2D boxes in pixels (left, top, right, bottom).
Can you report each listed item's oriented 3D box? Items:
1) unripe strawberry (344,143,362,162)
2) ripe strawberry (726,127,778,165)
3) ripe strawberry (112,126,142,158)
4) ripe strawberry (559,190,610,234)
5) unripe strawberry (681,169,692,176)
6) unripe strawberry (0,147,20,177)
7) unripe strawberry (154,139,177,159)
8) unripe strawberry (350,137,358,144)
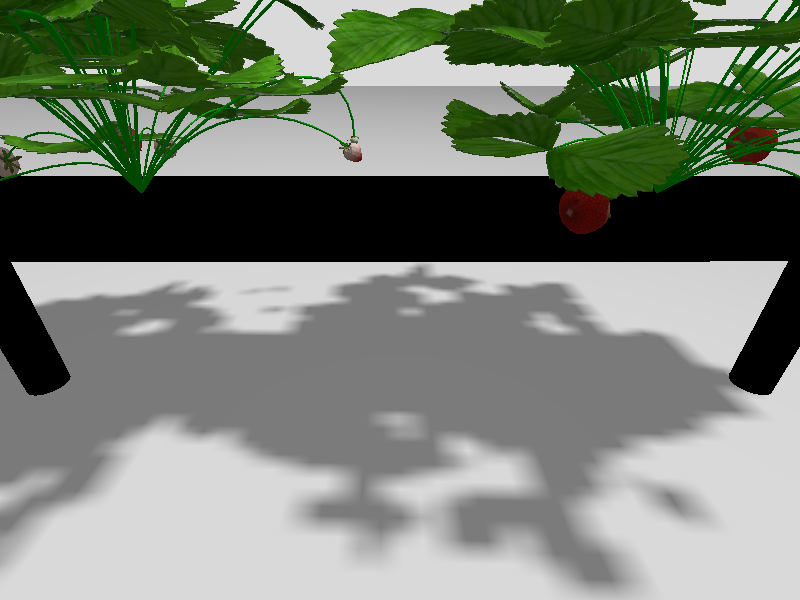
[{"bbox_3d":[-0.053,-0.169,0.461,0.023,0.020,0.023,32,0,43],"label":"unripe strawberry"},{"bbox_3d":[0.402,-0.180,0.457,0.049,0.047,0.045,-20,35,-32],"label":"ripe strawberry"},{"bbox_3d":[-0.332,-0.193,0.485,0.032,0.037,0.035,-18,34,-28],"label":"ripe strawberry"},{"bbox_3d":[0.114,-0.059,0.252,0.033,0.035,0.031,-25,38,-36],"label":"ripe strawberry"},{"bbox_3d":[0.289,-0.128,0.405,0.011,0.010,0.010,26,-20,38],"label":"unripe strawberry"},{"bbox_3d":[-0.399,-0.136,0.398,0.030,0.029,0.028,4,29,21],"label":"unripe strawberry"},{"bbox_3d":[-0.283,-0.184,0.485,0.024,0.026,0.027,-10,17,-17],"label":"unripe strawberry"},{"bbox_3d":[-0.058,-0.203,0.514,0.010,0.011,0.011,23,37,34],"label":"unripe strawberry"}]
